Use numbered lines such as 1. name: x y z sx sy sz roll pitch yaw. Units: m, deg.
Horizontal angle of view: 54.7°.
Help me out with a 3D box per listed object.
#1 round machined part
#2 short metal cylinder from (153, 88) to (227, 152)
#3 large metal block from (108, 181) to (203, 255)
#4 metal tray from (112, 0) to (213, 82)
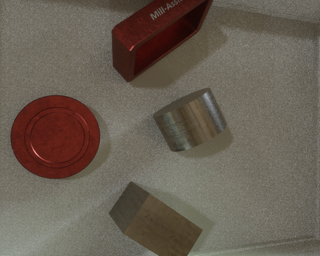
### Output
1. round machined part: -0.119 0.010 0.358 0.099 0.042 0.097 0 90 -21
2. short metal cylinder: 0.038 -0.011 0.397 0.080 0.080 0.050 -30 100 -18
3. large metal block: -0.008 0.114 0.379 0.080 0.080 0.050 38 78 -17
4. metal tray: 0.003 -0.119 0.375 0.131 0.090 0.030 -39 83 -16
